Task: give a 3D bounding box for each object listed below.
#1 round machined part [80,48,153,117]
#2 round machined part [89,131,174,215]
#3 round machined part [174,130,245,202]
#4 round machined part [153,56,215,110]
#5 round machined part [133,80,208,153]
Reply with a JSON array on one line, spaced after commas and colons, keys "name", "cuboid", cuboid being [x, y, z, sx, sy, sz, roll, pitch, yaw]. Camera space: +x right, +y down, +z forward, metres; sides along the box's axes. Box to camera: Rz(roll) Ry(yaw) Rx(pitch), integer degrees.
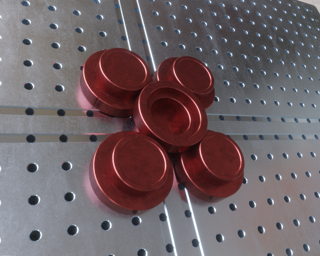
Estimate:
[{"name": "round machined part", "cuboid": [-0.052, -0.067, 0.410, 0.099, 0.042, 0.098, 14, 56, -21]}, {"name": "round machined part", "cuboid": [-0.028, 0.046, 0.356, 0.099, 0.042, 0.098, 14, 56, -21]}, {"name": "round machined part", "cuboid": [0.072, 0.044, 0.410, 0.099, 0.042, 0.098, 14, 56, -21]}, {"name": "round machined part", "cuboid": [0.041, -0.068, 0.462, 0.099, 0.042, 0.098, 14, 56, -21]}, {"name": "round machined part", "cuboid": [0.010, -0.011, 0.409, 0.099, 0.042, 0.098, 14, 56, -21]}]
